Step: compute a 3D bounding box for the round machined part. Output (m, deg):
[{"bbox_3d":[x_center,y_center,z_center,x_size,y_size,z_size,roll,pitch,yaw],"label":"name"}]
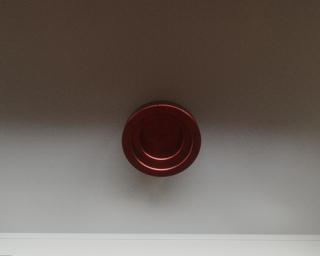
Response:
[{"bbox_3d":[0.002,0.011,0.402,0.099,0.042,0.097,0,110,-1],"label":"round machined part"}]
